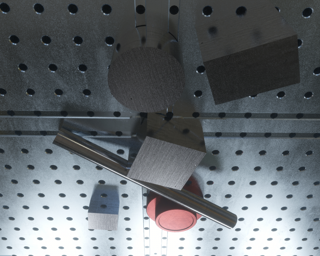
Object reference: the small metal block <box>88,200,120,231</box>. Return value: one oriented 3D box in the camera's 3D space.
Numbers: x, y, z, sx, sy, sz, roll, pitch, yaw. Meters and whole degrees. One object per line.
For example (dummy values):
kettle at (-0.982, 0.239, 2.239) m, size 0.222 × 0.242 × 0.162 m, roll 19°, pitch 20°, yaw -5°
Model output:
small metal block at (-0.098, 0.153, 0.541) m, size 0.050 × 0.025 × 0.050 m, roll 5°, pitch 130°, yaw -5°

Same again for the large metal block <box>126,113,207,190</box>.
large metal block at (0.007, 0.033, 0.423) m, size 0.081 × 0.050 × 0.079 m, roll 17°, pitch 128°, yaw -14°

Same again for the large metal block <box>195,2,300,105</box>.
large metal block at (0.084, -0.076, 0.312) m, size 0.080 × 0.080 × 0.050 m, roll -15°, pitch 129°, yaw 12°

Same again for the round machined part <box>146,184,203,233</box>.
round machined part at (0.026, 0.138, 0.519) m, size 0.099 × 0.042 × 0.097 m, roll 0°, pitch 130°, yaw 0°

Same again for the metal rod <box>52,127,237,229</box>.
metal rod at (-0.012, 0.080, 0.457) m, size 0.301 × 0.025 × 0.025 m, roll 29°, pitch 125°, yaw -15°

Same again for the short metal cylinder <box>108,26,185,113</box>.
short metal cylinder at (-0.014, -0.064, 0.341) m, size 0.081 × 0.050 × 0.079 m, roll 0°, pitch 130°, yaw 0°
